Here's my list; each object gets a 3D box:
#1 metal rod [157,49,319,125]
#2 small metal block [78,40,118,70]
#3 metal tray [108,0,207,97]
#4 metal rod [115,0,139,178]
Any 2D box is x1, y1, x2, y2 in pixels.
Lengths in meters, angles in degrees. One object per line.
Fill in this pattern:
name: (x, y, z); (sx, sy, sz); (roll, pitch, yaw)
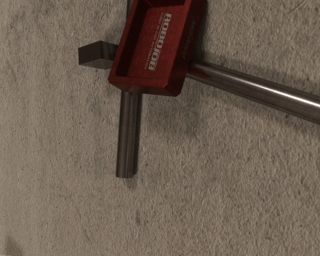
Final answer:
metal rod: (0.095, -0.043, 0.325); (0.300, 0.025, 0.025); (27, 107, 36)
small metal block: (-0.084, -0.106, 0.455); (0.050, 0.050, 0.025); (-4, 88, 39)
metal tray: (-0.004, -0.106, 0.374); (0.090, 0.030, 0.129); (10, 79, 35)
metal rod: (-0.040, -0.079, 0.435); (0.025, 0.025, 0.298); (7, 94, 39)
